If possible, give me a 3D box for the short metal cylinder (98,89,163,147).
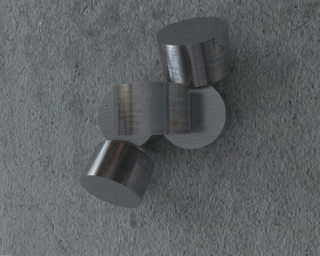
[{"bbox_3d":[-0.032,-0.015,0.407,0.080,0.050,0.079,0,90,19],"label":"short metal cylinder"}]

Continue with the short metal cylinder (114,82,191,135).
[{"bbox_3d":[-0.008,-0.018,0.330,0.080,0.080,0.050,-1,90,19],"label":"short metal cylinder"}]

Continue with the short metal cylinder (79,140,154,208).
[{"bbox_3d":[-0.053,0.060,0.391,0.080,0.080,0.050,8,54,19],"label":"short metal cylinder"}]

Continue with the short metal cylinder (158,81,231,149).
[{"bbox_3d":[0.044,-0.015,0.380,0.080,0.050,0.079,0,90,19],"label":"short metal cylinder"}]

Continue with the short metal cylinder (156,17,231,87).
[{"bbox_3d":[0.040,-0.089,0.359,0.080,0.080,0.050,1,129,19],"label":"short metal cylinder"}]
